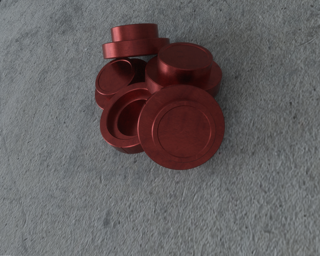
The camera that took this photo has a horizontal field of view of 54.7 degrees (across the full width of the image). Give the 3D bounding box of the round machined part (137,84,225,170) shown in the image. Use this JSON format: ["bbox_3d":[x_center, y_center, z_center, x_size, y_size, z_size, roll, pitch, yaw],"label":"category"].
[{"bbox_3d":[0.024,0.001,0.345,0.098,0.098,0.042,-37,10,3],"label":"round machined part"}]

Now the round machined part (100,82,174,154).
[{"bbox_3d":[-0.027,-0.009,0.413,0.098,0.042,0.098,-13,56,20],"label":"round machined part"}]

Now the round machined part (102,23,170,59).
[{"bbox_3d":[-0.035,-0.126,0.451,0.098,0.099,0.042,1,104,28],"label":"round machined part"}]

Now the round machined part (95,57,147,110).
[{"bbox_3d":[-0.057,-0.067,0.465,0.098,0.042,0.098,-13,56,20],"label":"round machined part"}]

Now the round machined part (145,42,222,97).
[{"bbox_3d":[0.031,-0.075,0.395,0.099,0.042,0.098,2,43,-2],"label":"round machined part"}]
